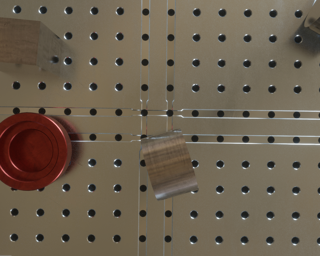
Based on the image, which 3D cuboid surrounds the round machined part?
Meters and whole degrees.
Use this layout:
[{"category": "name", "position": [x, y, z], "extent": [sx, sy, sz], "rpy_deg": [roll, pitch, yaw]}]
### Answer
[{"category": "round machined part", "position": [-0.164, 0.029, 0.403], "extent": [0.099, 0.042, 0.097], "rpy_deg": [0, 90, 0]}]

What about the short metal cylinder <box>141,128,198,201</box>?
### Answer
[{"category": "short metal cylinder", "position": [0.011, 0.045, 0.386], "extent": [0.050, 0.080, 0.080], "rpy_deg": [-16, 90, 0]}]

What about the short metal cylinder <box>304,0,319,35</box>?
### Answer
[{"category": "short metal cylinder", "position": [0.229, -0.151, 0.387], "extent": [0.050, 0.080, 0.080], "rpy_deg": [30, 90, 0]}]

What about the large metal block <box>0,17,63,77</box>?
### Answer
[{"category": "large metal block", "position": [-0.175, -0.098, 0.384], "extent": [0.080, 0.080, 0.050], "rpy_deg": [5, 90, 0]}]
